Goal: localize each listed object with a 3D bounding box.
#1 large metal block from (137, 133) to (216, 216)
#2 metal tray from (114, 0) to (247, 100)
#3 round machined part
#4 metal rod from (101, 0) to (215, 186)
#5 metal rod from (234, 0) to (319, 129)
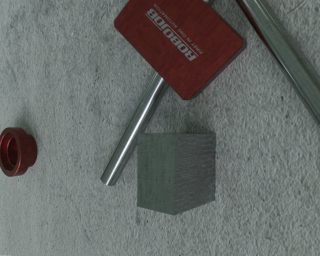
[{"bbox_3d":[0.021,0.046,0.351,0.050,0.081,0.079,1,91,40],"label":"large metal block"},{"bbox_3d":[0.020,-0.107,0.352,0.130,0.030,0.090,48,115,7],"label":"metal tray"},{"bbox_3d":[-0.284,0.047,0.624,0.098,0.042,0.097,0,90,39],"label":"round machined part"},{"bbox_3d":[-0.010,-0.042,0.411,0.025,0.025,0.298,43,116,31],"label":"metal rod"},{"bbox_3d":[0.143,-0.031,0.286,0.025,0.025,0.299,-38,67,33],"label":"metal rod"}]
